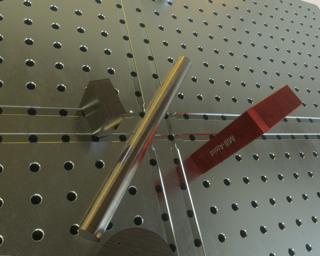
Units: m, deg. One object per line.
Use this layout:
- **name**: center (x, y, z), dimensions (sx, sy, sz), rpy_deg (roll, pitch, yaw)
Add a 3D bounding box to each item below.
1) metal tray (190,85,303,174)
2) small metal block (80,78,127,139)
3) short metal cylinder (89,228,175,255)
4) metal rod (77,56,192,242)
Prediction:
- **metal tray**: center (0.105, 0.005, 0.395), dimensions (0.091, 0.129, 0.030), rpy_deg (-28, 78, -37)
- **small metal block**: center (-0.069, -0.023, 0.369), dimensions (0.025, 0.050, 0.050), rpy_deg (-16, 70, -35)
- **short metal cylinder**: center (-0.030, 0.140, 0.291), dimensions (0.081, 0.050, 0.080), rpy_deg (14, 56, -21)
- **metal rod**: center (-0.016, 0.001, 0.398), dimensions (0.025, 0.025, 0.301), rpy_deg (33, 51, -7)
